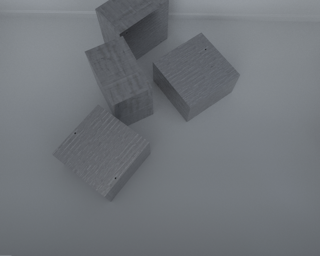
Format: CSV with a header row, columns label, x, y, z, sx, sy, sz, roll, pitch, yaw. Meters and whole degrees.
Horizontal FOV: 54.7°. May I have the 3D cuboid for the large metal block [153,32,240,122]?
label,x,y,z,sx,sy,sz,roll,pitch,yaw
large metal block,0.047,-0.068,0.422,0.080,0.050,0.080,-34,74,-12

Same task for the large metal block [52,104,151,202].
label,x,y,z,sx,sy,sz,roll,pitch,yaw
large metal block,-0.069,0.032,0.384,0.080,0.050,0.080,36,74,12

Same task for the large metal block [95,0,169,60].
label,x,y,z,sx,sy,sz,roll,pitch,yaw
large metal block,-0.035,-0.144,0.433,0.080,0.080,0.050,-39,75,-13

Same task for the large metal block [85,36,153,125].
label,x,y,z,sx,sy,sz,roll,pitch,yaw
large metal block,-0.050,-0.055,0.400,0.050,0.080,0.080,-26,72,-9
